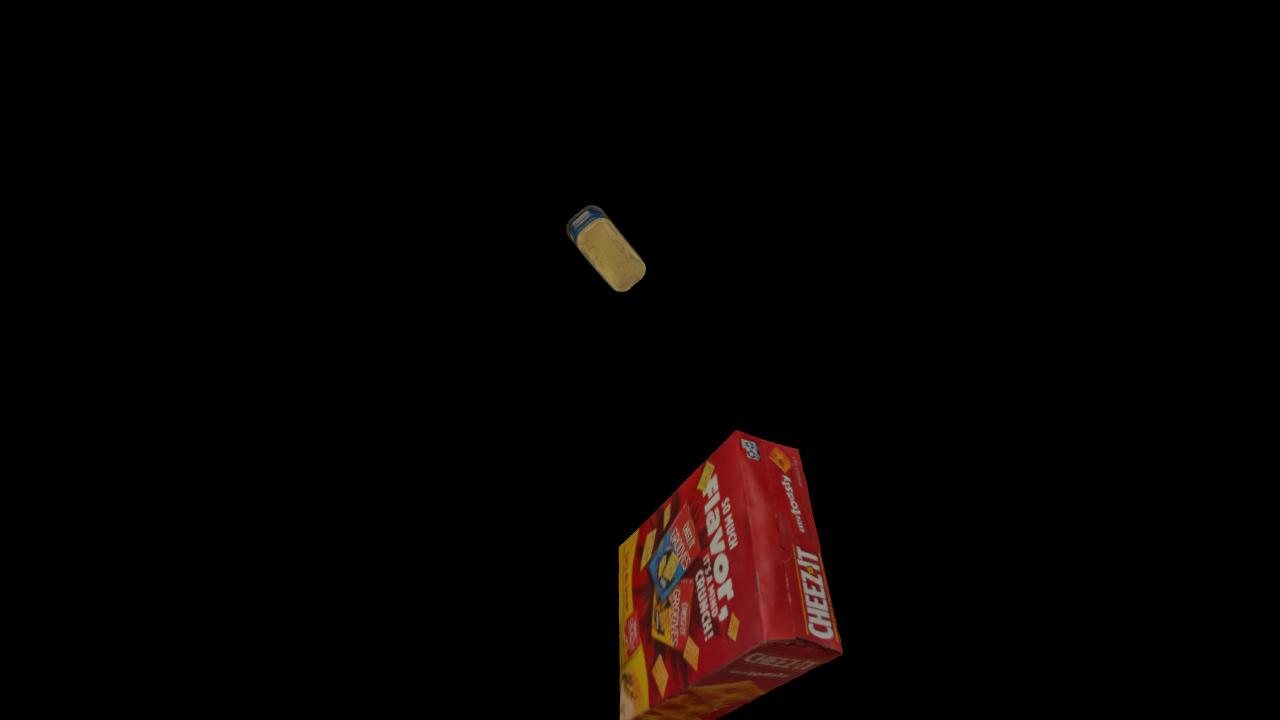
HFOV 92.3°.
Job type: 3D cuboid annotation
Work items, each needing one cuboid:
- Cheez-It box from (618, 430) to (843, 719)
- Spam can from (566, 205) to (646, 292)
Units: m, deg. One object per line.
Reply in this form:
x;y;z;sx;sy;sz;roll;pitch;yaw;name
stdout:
0.055;0.188;0.506;0.071;0.166;0.223;18;-47;-19;Cheez-It box
-0.044;-0.143;0.792;0.058;0.101;0.085;-40;25;5;Spam can
